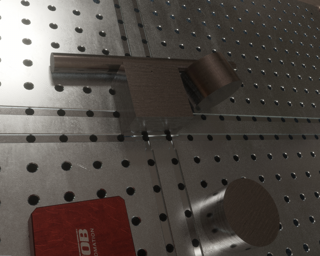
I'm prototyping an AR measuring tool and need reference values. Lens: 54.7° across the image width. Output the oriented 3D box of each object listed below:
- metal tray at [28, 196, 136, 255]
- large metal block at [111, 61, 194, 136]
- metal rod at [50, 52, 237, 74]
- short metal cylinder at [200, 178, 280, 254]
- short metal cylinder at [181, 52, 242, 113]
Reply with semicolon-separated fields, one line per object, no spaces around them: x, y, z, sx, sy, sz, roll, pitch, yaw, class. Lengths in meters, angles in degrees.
-0.067;0.135;0.287;0.091;0.030;0.130;-2;63;-29;metal tray
-0.012;-0.037;0.410;0.081;0.050;0.080;-1;62;-29;large metal block
-0.005;-0.093;0.463;0.303;0.025;0.025;-5;64;-31;metal rod
0.097;0.108;0.381;0.081;0.050;0.080;14;56;-21;short metal cylinder
0.072;-0.065;0.454;0.081;0.080;0.050;-19;73;-36;short metal cylinder
